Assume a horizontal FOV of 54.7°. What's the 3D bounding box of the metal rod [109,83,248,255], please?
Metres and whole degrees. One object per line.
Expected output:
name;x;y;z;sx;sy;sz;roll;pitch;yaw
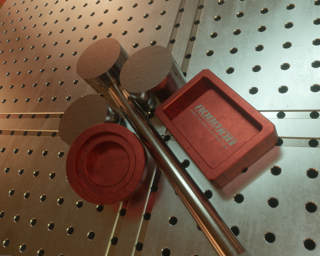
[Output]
metal rod;0.003;0.033;0.387;0.025;0.025;0.300;-39;51;2

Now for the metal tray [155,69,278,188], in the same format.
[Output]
metal tray;0.063;-0.005;0.374;0.090;0.030;0.130;-40;51;2

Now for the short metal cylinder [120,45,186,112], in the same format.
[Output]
short metal cylinder;-0.009;-0.069;0.439;0.080;0.050;0.080;-13;56;21

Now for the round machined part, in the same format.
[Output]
round machined part;-0.063;0.046;0.389;0.098;0.042;0.098;-2;78;9

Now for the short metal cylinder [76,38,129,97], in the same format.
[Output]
short metal cylinder;-0.085;-0.097;0.497;0.080;0.050;0.080;-13;56;21

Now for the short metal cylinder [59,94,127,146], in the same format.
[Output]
short metal cylinder;-0.096;-0.001;0.443;0.080;0.050;0.080;-13;56;21
